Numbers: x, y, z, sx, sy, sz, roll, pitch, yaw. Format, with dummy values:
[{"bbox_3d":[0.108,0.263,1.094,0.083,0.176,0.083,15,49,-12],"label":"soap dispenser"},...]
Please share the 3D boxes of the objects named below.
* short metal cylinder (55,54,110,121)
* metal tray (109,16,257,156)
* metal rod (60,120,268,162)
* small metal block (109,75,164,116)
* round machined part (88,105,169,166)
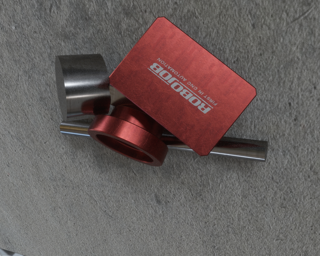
[{"bbox_3d":[-0.098,-0.051,0.387,0.080,0.050,0.080,172,90,-66],"label":"short metal cylinder"},{"bbox_3d":[0.024,-0.043,0.333,0.130,0.030,0.090,39,90,1],"label":"metal tray"},{"bbox_3d":[-0.012,0.013,0.423,0.301,0.025,0.025,6,121,25],"label":"metal rod"},{"bbox_3d":[-0.027,-0.042,0.378,0.050,0.050,0.025,22,127,15],"label":"small metal block"},{"bbox_3d":[-0.034,0.007,0.380,0.098,0.042,0.098,22,163,7],"label":"round machined part"}]
